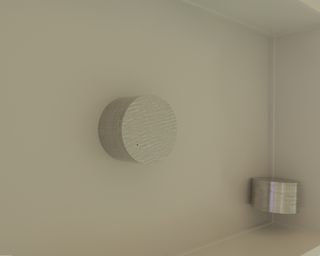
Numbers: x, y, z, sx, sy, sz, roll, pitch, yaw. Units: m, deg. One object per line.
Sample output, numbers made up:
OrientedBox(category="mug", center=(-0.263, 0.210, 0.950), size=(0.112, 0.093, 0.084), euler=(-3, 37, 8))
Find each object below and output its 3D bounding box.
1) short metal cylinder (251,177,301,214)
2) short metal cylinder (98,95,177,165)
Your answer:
OrientedBox(category="short metal cylinder", center=(0.203, 0.116, 0.545), size=(0.081, 0.080, 0.050), euler=(6, 87, -40))
OrientedBox(category="short metal cylinder", center=(-0.026, 0.002, 0.371), size=(0.081, 0.050, 0.079), euler=(0, 90, -40))
